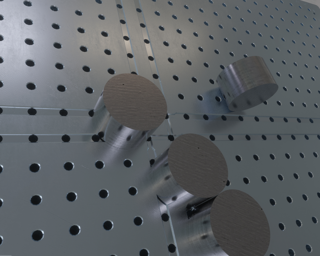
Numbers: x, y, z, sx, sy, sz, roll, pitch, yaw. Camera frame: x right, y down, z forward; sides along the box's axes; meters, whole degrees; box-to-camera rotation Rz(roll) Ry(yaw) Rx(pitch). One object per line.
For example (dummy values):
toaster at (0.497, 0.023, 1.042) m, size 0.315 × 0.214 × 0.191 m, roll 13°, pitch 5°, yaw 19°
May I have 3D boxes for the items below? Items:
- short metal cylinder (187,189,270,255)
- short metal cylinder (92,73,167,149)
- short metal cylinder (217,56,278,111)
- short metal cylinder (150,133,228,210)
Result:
short metal cylinder at (0.080, 0.118, 0.362) m, size 0.081 × 0.050 × 0.080 m, roll 14°, pitch 56°, yaw -21°
short metal cylinder at (-0.038, -0.020, 0.384) m, size 0.081 × 0.050 × 0.080 m, roll 14°, pitch 56°, yaw -21°
short metal cylinder at (0.136, -0.068, 0.487) m, size 0.081 × 0.080 × 0.050 m, roll -6°, pitch 65°, yaw -31°
short metal cylinder at (0.035, 0.053, 0.378) m, size 0.081 × 0.050 × 0.080 m, roll 14°, pitch 56°, yaw -21°
